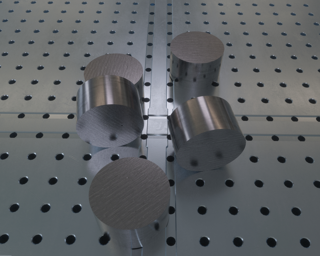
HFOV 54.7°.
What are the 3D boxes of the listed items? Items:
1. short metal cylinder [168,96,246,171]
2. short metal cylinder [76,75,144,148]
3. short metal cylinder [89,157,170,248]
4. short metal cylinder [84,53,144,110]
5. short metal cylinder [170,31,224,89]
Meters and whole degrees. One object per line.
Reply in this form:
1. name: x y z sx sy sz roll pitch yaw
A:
1. short metal cylinder: 0.054 0.008 0.365 0.081 0.080 0.050 -8 51 -7
2. short metal cylinder: -0.063 -0.019 0.388 0.081 0.080 0.050 -7 51 -6
3. short metal cylinder: -0.030 0.078 0.326 0.081 0.050 0.080 0 50 0
4. short metal cylinder: -0.063 -0.062 0.443 0.081 0.050 0.080 0 50 0
5. short metal cylinder: 0.056 -0.106 0.480 0.081 0.050 0.080 0 50 0
